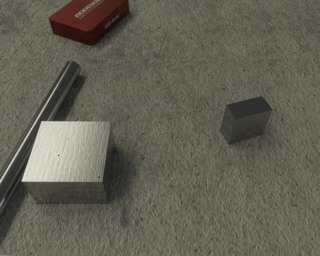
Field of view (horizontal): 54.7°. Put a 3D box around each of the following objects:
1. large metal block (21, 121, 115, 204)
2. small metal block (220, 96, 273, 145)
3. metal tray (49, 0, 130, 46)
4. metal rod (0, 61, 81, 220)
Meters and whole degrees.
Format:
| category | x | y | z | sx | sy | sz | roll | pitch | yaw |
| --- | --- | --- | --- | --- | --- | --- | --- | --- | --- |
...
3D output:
| category | x | y | z | sx | sy | sz | roll | pitch | yaw |
| --- | --- | --- | --- | --- | --- | --- | --- | --- | --- |
| large metal block | -0.098 | 0.039 | 0.353 | 0.081 | 0.050 | 0.080 | 0 | 50 | 0 |
| small metal block | 0.109 | -0.009 | 0.396 | 0.050 | 0.050 | 0.025 | -14 | 52 | -12 |
| metal tray | -0.127 | -0.210 | 0.575 | 0.090 | 0.030 | 0.130 | 21 | 53 | 16 |
| metal rod | -0.162 | 0.019 | 0.385 | 0.025 | 0.025 | 0.300 | 8 | 50 | 6 |
